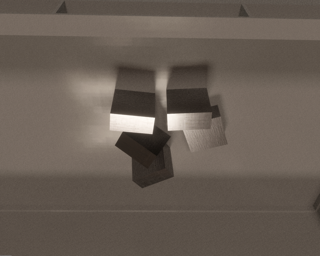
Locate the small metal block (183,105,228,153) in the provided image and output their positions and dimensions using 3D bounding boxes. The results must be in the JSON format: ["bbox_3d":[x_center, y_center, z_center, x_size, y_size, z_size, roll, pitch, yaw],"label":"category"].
[{"bbox_3d":[0.059,0.002,0.412,0.050,0.025,0.050,-14,129,11],"label":"small metal block"}]

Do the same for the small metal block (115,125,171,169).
[{"bbox_3d":[-0.021,0.016,0.396,0.050,0.050,0.025,35,125,3],"label":"small metal block"}]

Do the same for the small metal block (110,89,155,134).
[{"bbox_3d":[-0.032,-0.021,0.375,0.050,0.050,0.025,5,130,-5],"label":"small metal block"}]

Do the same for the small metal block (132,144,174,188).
[{"bbox_3d":[-0.011,0.050,0.433,0.050,0.050,0.025,-23,136,18],"label":"small metal block"}]

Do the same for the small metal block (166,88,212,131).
[{"bbox_3d":[0.034,-0.023,0.373,0.050,0.050,0.025,-2,130,1],"label":"small metal block"}]
